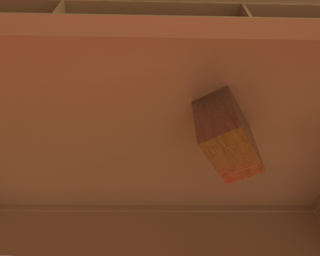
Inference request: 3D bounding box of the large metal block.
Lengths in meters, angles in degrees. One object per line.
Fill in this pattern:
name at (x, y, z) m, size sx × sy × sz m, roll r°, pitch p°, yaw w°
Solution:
large metal block at (0.083, 0.009, 0.382) m, size 0.050 × 0.080 × 0.080 m, roll -25°, pitch 126°, yaw 19°
